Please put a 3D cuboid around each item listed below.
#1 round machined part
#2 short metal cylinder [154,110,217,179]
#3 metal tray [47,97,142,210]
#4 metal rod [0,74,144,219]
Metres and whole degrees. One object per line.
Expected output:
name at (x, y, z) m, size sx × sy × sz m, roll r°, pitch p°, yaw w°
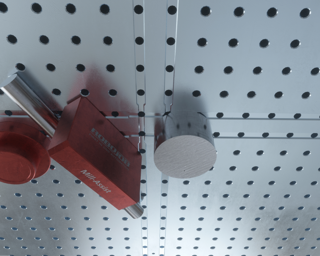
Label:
round machined part at (-0.204, 0.042, 0.433) m, size 0.099 × 0.042 × 0.097 m, roll -1°, pitch 130°, yaw 0°
short metal cylinder at (0.032, 0.023, 0.415) m, size 0.081 × 0.050 × 0.079 m, roll -1°, pitch 130°, yaw 0°
metal tray at (-0.074, 0.034, 0.396) m, size 0.030 × 0.090 × 0.130 m, roll -27°, pitch 126°, yaw 21°
metal rod at (-0.108, 0.045, 0.448) m, size 0.025 × 0.025 × 0.299 m, roll -22°, pitch 127°, yaw 17°
